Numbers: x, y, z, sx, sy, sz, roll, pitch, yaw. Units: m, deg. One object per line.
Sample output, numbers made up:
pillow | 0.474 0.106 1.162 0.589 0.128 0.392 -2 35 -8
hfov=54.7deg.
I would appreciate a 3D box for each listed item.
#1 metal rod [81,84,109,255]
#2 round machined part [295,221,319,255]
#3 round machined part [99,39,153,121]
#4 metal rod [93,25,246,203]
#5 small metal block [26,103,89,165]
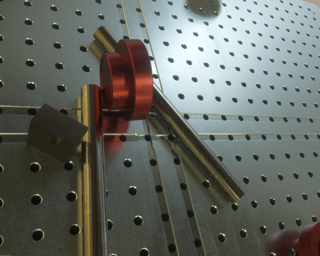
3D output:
metal rod | -0.068 0.083 0.320 0.025 0.025 0.299 6 59 -25
round machined part | 0.220 0.175 0.409 0.099 0.042 0.098 14 56 -21
round machined part | -0.045 -0.056 0.373 0.042 0.097 0.098 -7 65 -21
metal rod | 0.009 -0.024 0.427 0.025 0.025 0.300 -34 81 -38
small metal block | -0.109 0.008 0.328 0.050 0.050 0.025 30 52 -9
